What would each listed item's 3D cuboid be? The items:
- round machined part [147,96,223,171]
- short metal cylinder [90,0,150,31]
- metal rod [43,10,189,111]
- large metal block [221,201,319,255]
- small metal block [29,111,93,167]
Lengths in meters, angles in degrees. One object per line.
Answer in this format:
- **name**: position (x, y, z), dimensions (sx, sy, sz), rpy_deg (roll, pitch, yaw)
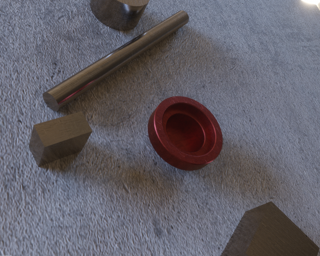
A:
- **round machined part**: position (0.029, 0.010, 0.404), dimensions (0.099, 0.042, 0.098), rpy_deg (14, 56, -21)
- **short metal cylinder**: position (-0.061, -0.198, 0.477), dimensions (0.081, 0.050, 0.080), rpy_deg (14, 56, -21)
- **metal rod**: position (-0.043, -0.112, 0.450), dimensions (0.025, 0.025, 0.302), rpy_deg (44, 51, 2)
- **large metal block**: position (0.131, 0.150, 0.369), dimensions (0.080, 0.050, 0.080), rpy_deg (45, 51, 2)
- **small metal block**: position (-0.105, 0.012, 0.325), dimensions (0.050, 0.050, 0.025), rpy_deg (-21, 73, -36)
